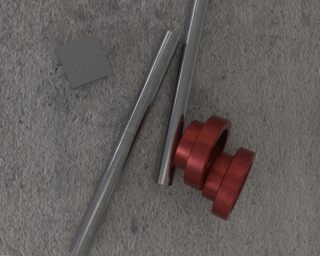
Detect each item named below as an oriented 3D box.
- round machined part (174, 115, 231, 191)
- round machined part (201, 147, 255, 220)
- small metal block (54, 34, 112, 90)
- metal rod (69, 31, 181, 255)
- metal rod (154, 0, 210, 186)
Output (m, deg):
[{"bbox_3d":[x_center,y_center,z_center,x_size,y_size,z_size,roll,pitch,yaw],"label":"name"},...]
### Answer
[{"bbox_3d":[0.053,0.028,0.401,0.042,0.098,0.098,23,80,20],"label":"round machined part"},{"bbox_3d":[0.089,0.069,0.414,0.042,0.098,0.098,23,80,20],"label":"round machined part"},{"bbox_3d":[-0.093,-0.079,0.375,0.050,0.025,0.050,-25,98,-18],"label":"small metal block"},{"bbox_3d":[-0.041,0.014,0.394,0.025,0.025,0.299,25,82,-19],"label":"metal rod"},{"bbox_3d":[0.034,-0.072,0.421,0.025,0.025,0.298,13,86,-20],"label":"metal rod"}]
